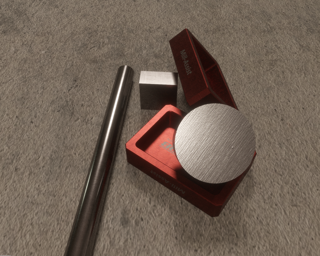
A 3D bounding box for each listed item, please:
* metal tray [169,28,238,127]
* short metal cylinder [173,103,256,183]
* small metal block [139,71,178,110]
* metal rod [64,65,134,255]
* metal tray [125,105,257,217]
[{"bbox_3d":[0.061,-0.064,0.415,0.030,0.090,0.130,-33,46,24],"label":"metal tray"},{"bbox_3d":[0.055,0.016,0.333,0.081,0.050,0.079,0,89,-1],"label":"short metal cylinder"},{"bbox_3d":[-0.001,-0.051,0.430,0.050,0.050,0.025,3,50,2],"label":"small metal block"},{"bbox_3d":[-0.067,0.028,0.378,0.025,0.025,0.300,5,50,3],"label":"metal rod"},{"bbox_3d":[0.035,0.033,0.372,0.130,0.030,0.090,30,56,22],"label":"metal tray"}]
